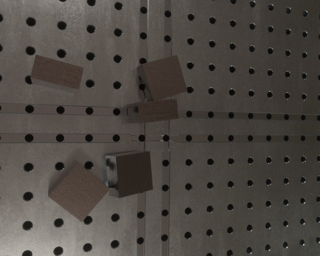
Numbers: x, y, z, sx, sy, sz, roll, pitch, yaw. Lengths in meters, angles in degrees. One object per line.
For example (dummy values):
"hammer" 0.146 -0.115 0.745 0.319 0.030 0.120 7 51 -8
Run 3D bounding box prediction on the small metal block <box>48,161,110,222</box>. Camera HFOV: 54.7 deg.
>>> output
"small metal block" -0.098 0.076 0.377 0.050 0.025 0.050 44 76 -15

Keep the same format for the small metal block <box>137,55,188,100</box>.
"small metal block" 0.003 -0.065 0.415 0.050 0.025 0.050 -19 97 -20

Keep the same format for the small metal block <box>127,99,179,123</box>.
"small metal block" -0.010 -0.021 0.396 0.050 0.050 0.025 -7 93 -20

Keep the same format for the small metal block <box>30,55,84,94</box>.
"small metal block" -0.118 -0.060 0.356 0.050 0.050 0.025 13 86 -20

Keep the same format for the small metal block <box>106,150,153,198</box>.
"small metal block" -0.038 0.057 0.392 0.050 0.025 0.050 -6 92 -38
